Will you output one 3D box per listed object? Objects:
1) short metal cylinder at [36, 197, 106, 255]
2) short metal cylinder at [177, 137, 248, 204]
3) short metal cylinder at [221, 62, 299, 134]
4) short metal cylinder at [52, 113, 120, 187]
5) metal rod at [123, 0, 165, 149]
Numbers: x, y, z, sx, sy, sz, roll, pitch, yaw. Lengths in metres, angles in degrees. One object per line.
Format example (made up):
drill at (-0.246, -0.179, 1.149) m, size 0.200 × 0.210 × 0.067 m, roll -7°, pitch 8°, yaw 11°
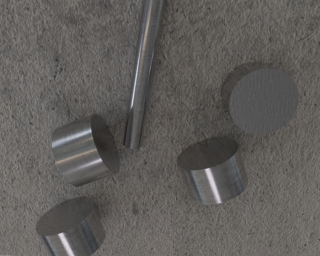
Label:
short metal cylinder at (-0.123, 0.141, 0.431) m, size 0.080 × 0.080 × 0.050 m, roll -15°, pitch 110°, yaw 5°
short metal cylinder at (0.068, 0.053, 0.401) m, size 0.080 × 0.080 × 0.050 m, roll -18°, pitch 109°, yaw 6°
short metal cylinder at (0.121, -0.038, 0.384) m, size 0.081 × 0.050 × 0.079 m, roll 0°, pitch 110°, yaw 0°
short metal cylinder at (-0.091, 0.028, 0.390) m, size 0.050 × 0.080 × 0.080 m, roll -20°, pitch 109°, yaw 7°
metal rod at (-0.012, -0.115, 0.367) m, size 0.025 × 0.025 × 0.298 m, roll 9°, pitch 110°, yaw -4°
